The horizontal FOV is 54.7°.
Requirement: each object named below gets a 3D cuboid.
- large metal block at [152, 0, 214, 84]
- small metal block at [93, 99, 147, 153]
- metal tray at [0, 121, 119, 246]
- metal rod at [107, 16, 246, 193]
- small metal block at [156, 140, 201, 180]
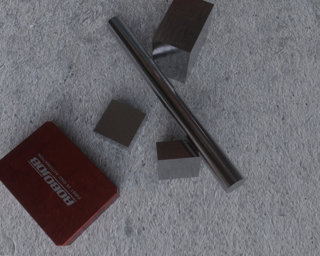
[{"bbox_3d":[0.030,-0.120,0.423,0.050,0.080,0.080,23,72,8],"label":"large metal block"},{"bbox_3d":[-0.051,-0.003,0.409,0.050,0.025,0.050,25,72,8],"label":"small metal block"},{"bbox_3d":[-0.125,0.066,0.380,0.130,0.030,0.090,43,75,13],"label":"metal tray"},{"bbox_3d":[0.005,-0.048,0.392,0.025,0.025,0.299,-28,60,-10],"label":"metal rod"},{"bbox_3d":[0.022,0.039,0.378,0.050,0.050,0.025,-5,54,-2],"label":"small metal block"}]
